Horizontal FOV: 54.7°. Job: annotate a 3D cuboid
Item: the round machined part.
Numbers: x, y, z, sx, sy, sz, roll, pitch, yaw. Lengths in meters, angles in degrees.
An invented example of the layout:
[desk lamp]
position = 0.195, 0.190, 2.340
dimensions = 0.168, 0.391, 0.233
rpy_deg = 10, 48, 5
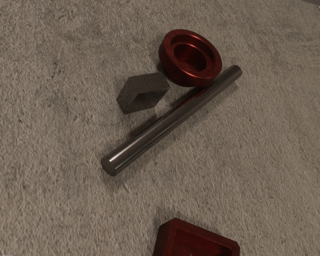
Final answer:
[round machined part]
position = 0.042, -0.102, 0.478
dimensions = 0.099, 0.042, 0.098
rpy_deg = 13, 54, -19

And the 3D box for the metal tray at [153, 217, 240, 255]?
[metal tray]
position = 0.032, 0.170, 0.315
dimensions = 0.090, 0.030, 0.130
rpy_deg = 25, 53, -13

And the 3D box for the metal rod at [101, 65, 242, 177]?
[metal rod]
position = 0.036, -0.027, 0.441
dimensions = 0.025, 0.025, 0.302
rpy_deg = 49, 51, 5

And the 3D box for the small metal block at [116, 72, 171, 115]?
[small metal block]
position = -0.023, -0.045, 0.405
dimensions = 0.050, 0.050, 0.025
rpy_deg = -17, 71, -35
